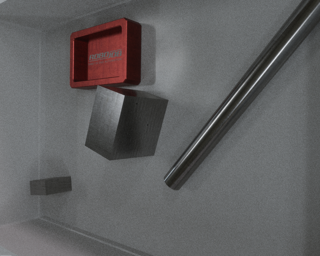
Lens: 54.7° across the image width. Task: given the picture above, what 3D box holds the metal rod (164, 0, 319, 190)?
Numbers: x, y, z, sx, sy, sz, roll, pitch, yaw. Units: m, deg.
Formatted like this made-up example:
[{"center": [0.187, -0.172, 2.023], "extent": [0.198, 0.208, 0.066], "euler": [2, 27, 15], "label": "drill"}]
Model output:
[{"center": [0.093, -0.041, 0.328], "extent": [0.025, 0.025, 0.298], "euler": [50, 119, 28], "label": "metal rod"}]

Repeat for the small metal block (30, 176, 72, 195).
[{"center": [-0.192, 0.102, 0.546], "extent": [0.050, 0.050, 0.025], "euler": [-10, 84, 39], "label": "small metal block"}]

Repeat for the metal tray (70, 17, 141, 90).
[{"center": [-0.086, -0.108, 0.471], "extent": [0.130, 0.030, 0.089], "euler": [2, 91, 39], "label": "metal tray"}]

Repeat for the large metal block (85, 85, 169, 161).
[{"center": [-0.042, -0.007, 0.404], "extent": [0.050, 0.081, 0.079], "euler": [24, 105, 37], "label": "large metal block"}]
